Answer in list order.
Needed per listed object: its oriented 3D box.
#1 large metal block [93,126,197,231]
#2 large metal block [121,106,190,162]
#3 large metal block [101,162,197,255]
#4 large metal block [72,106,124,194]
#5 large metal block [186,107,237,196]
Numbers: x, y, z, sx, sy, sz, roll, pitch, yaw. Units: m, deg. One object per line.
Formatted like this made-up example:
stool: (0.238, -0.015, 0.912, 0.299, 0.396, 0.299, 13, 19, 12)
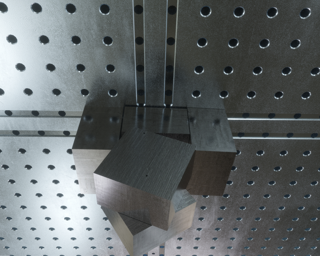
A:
large metal block: (-0.014, 0.051, 0.335, 0.080, 0.080, 0.050, 17, 131, 15)
large metal block: (-0.007, 0.020, 0.409, 0.081, 0.050, 0.079, 2, 130, -2)
large metal block: (-0.016, 0.091, 0.365, 0.081, 0.080, 0.050, -21, 136, -27)
large metal block: (-0.074, 0.028, 0.399, 0.050, 0.080, 0.079, 1, 130, -2)
large metal block: (0.058, 0.030, 0.402, 0.050, 0.080, 0.079, 3, 130, -3)
